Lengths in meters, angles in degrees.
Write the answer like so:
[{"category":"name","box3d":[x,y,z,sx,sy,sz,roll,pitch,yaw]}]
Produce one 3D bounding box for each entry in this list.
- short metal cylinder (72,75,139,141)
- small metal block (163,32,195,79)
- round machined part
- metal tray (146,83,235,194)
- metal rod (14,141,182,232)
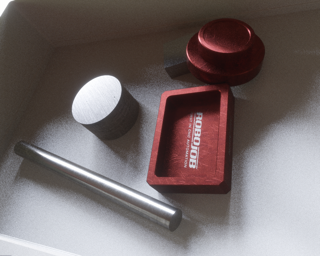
[{"category":"short metal cylinder","box3d":[-0.078,-0.029,0.446,0.080,0.050,0.080,-13,56,20]},{"category":"small metal block","box3d":[0.034,-0.105,0.452,0.050,0.025,0.050,-14,56,20]},{"category":"round machined part","box3d":[0.083,-0.102,0.394,0.099,0.042,0.098,-3,54,4]},{"category":"metal tray","box3d":[0.040,0.012,0.373,0.090,0.030,0.130,-5,59,25]},{"category":"metal rod","box3d":[-0.103,0.066,0.417,0.300,0.025,0.025,16,70,34]}]
